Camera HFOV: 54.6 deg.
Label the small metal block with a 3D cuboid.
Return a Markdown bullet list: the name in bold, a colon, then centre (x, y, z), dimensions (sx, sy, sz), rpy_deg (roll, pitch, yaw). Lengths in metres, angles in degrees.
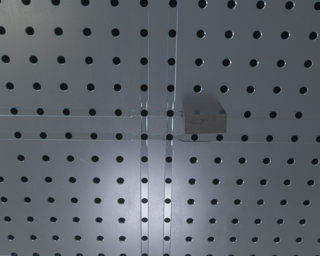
- **small metal block**: centre (0.055, -0.013, 0.395), dimensions (0.050, 0.050, 0.025), rpy_deg (-2, 110, 0)
